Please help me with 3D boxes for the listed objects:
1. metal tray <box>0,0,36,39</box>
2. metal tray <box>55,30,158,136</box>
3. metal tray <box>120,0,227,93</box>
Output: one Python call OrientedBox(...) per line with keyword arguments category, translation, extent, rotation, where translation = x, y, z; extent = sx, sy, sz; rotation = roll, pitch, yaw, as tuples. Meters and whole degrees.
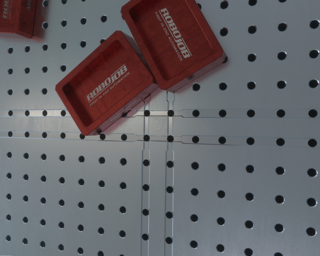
OrientedBox(category="metal tray", translation=(-0.244, -0.214, 0.496), extent=(0.090, 0.030, 0.129), rotation=(9, 93, 19))
OrientedBox(category="metal tray", translation=(-0.075, -0.060, 0.437), extent=(0.130, 0.030, 0.090), rotation=(-37, 78, 16))
OrientedBox(category="metal tray", translation=(0.016, -0.124, 0.404), extent=(0.090, 0.030, 0.130), rotation=(-30, 80, 17))
